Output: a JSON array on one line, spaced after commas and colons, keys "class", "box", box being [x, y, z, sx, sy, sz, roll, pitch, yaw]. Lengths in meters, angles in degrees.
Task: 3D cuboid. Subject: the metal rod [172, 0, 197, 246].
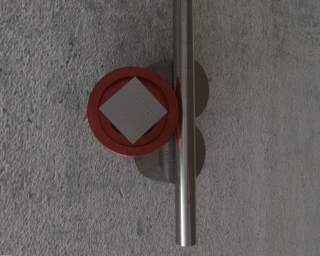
[{"class": "metal rod", "box": [0.029, -0.014, 0.366, 0.025, 0.025, 0.298, -1, 91, -40]}]

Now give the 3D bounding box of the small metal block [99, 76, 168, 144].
[{"class": "small metal block", "box": [-0.029, -0.018, 0.329, 0.050, 0.025, 0.050, -44, 96, -10]}]

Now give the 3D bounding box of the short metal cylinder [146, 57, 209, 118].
[{"class": "short metal cylinder", "box": [0.019, -0.050, 0.406, 0.081, 0.050, 0.079, 0, 90, -40]}]

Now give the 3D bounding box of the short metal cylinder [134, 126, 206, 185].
[{"class": "short metal cylinder", "box": [0.013, 0.031, 0.400, 0.081, 0.050, 0.080, 1, 89, -40]}]

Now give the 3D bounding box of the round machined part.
[{"class": "round machined part", "box": [-0.031, -0.017, 0.352, 0.099, 0.042, 0.097, 0, 88, -11]}]
